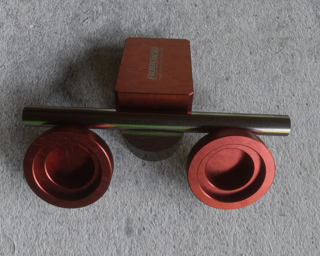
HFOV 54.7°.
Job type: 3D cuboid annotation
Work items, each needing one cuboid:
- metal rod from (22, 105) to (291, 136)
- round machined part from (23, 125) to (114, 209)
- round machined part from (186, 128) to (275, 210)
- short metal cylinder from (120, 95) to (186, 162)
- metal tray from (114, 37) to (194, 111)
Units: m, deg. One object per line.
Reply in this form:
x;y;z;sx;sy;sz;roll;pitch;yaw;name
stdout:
-0.004;-0.008;0.360;0.302;0.025;0.025;2;70;0;metal rod
-0.104;0.042;0.367;0.099;0.042;0.097;0;108;-1;round machined part
0.080;0.044;0.367;0.099;0.042;0.097;0;113;0;round machined part
-0.008;-0.001;0.397;0.081;0.050;0.080;0;70;0;short metal cylinder
-0.005;-0.073;0.405;0.091;0.030;0.130;2;44;0;metal tray
